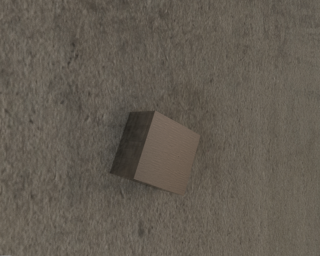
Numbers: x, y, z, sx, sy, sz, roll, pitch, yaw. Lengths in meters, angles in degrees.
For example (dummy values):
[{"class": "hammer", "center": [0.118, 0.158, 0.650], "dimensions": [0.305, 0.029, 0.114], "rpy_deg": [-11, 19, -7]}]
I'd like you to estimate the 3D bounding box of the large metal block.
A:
[{"class": "large metal block", "center": [-0.004, 0.032, 0.384], "dimensions": [0.080, 0.050, 0.080], "rpy_deg": [27, 73, -37]}]
